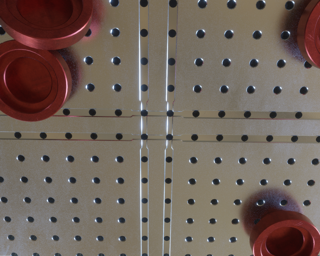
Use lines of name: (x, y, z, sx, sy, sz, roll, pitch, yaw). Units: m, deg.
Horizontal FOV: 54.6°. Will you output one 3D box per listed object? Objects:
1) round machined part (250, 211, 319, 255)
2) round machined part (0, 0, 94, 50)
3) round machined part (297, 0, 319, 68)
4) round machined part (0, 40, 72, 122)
round machined part: (0.184, 0.165, 0.466, 0.099, 0.042, 0.097, 0, 110, 0)
round machined part: (-0.125, -0.128, 0.339, 0.099, 0.042, 0.098, 6, 71, -17)
round machined part: (0.210, -0.116, 0.363, 0.099, 0.042, 0.097, 0, 110, 0)
round machined part: (-0.158, -0.060, 0.381, 0.099, 0.042, 0.097, 0, 110, 0)
